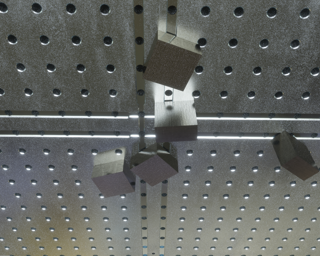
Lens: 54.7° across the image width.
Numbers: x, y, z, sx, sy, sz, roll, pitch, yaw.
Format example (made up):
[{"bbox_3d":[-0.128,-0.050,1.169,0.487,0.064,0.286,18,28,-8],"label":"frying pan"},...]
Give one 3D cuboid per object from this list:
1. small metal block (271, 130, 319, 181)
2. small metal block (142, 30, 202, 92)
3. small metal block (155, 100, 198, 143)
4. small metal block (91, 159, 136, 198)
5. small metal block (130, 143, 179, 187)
[{"bbox_3d":[0.187,0.038,0.431,0.050,0.050,0.025,31,123,-24],"label":"small metal block"},{"bbox_3d":[0.012,-0.075,0.348,0.050,0.025,0.050,16,128,-14],"label":"small metal block"},{"bbox_3d":[0.019,-0.009,0.388,0.050,0.050,0.025,-3,130,2],"label":"small metal block"},{"bbox_3d":[-0.070,0.079,0.478,0.050,0.025,0.050,-14,129,11],"label":"small metal block"},{"bbox_3d":[-0.008,0.055,0.458,0.050,0.025,0.050,-32,124,24],"label":"small metal block"}]
